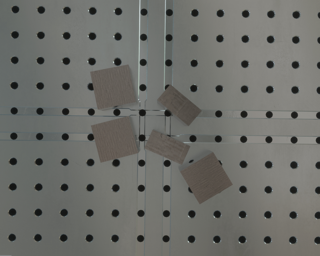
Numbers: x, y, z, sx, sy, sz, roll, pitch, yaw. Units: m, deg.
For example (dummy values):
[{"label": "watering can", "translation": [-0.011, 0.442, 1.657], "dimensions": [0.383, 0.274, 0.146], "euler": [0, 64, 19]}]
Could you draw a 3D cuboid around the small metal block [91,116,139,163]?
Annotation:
[{"label": "small metal block", "translation": [-0.059, 0.015, 0.413], "dimensions": [0.050, 0.025, 0.050], "euler": [-15, 90, -1]}]

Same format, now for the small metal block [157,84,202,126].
[{"label": "small metal block", "translation": [0.024, -0.028, 0.401], "dimensions": [0.050, 0.050, 0.025], "euler": [40, 90, -1]}]

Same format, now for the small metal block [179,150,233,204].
[{"label": "small metal block", "translation": [0.060, 0.065, 0.414], "dimensions": [0.050, 0.025, 0.050], "euler": [-31, 90, -1]}]

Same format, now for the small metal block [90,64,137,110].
[{"label": "small metal block", "translation": [-0.061, -0.053, 0.413], "dimensions": [0.050, 0.025, 0.050], "euler": [-11, 90, -1]}]

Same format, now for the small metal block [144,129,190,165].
[{"label": "small metal block", "translation": [0.009, 0.023, 0.401], "dimensions": [0.050, 0.050, 0.025], "euler": [24, 90, -1]}]
